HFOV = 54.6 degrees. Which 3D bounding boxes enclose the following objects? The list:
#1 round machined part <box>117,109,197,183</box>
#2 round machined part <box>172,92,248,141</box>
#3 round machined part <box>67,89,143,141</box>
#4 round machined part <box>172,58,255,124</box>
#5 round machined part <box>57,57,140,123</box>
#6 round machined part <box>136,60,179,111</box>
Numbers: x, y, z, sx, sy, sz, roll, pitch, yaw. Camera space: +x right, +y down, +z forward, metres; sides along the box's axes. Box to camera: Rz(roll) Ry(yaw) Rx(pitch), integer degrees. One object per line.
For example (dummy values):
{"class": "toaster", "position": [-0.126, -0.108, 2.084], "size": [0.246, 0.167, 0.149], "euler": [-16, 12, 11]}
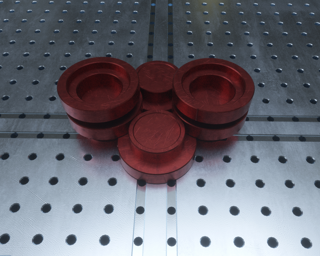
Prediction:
{"class": "round machined part", "position": [-0.004, 0.015, 0.383], "size": [0.099, 0.042, 0.098], "euler": [0, 50, 0]}
{"class": "round machined part", "position": [0.065, -0.022, 0.414], "size": [0.099, 0.042, 0.098], "euler": [0, 50, 0]}
{"class": "round machined part", "position": [-0.072, -0.022, 0.414], "size": [0.099, 0.042, 0.098], "euler": [0, 50, 0]}
{"class": "round machined part", "position": [0.064, -0.041, 0.389], "size": [0.099, 0.042, 0.098], "euler": [0, 50, 0]}
{"class": "round machined part", "position": [-0.074, -0.043, 0.390], "size": [0.099, 0.042, 0.098], "euler": [0, 50, 0]}
{"class": "round machined part", "position": [-0.003, -0.060, 0.447], "size": [0.099, 0.042, 0.098], "euler": [0, 50, 0]}
